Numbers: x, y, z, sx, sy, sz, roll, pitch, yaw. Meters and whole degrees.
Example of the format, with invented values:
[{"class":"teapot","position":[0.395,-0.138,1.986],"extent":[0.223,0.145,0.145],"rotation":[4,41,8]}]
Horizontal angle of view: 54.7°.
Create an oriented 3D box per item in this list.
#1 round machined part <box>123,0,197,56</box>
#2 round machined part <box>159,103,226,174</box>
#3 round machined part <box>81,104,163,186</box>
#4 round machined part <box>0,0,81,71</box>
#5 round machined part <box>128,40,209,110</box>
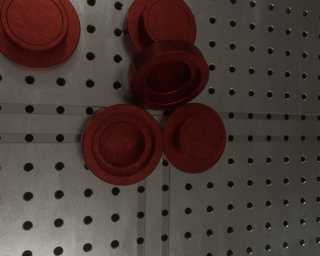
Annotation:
[{"class":"round machined part","position":[0.005,-0.133,0.406],"extent":[0.099,0.042,0.097],"rotation":[0,90,-21]},{"class":"round machined part","position":[0.049,0.014,0.423],"extent":[0.099,0.042,0.097],"rotation":[0,90,-21]},{"class":"round machined part","position":[-0.049,0.020,0.386],"extent":[0.099,0.042,0.097],"rotation":[0,90,-21]},{"class":"round machined part","position":[-0.141,-0.117,0.352],"extent":[0.099,0.042,0.097],"rotation":[0,90,-21]},{"class":"round machined part","position":[0.008,-0.071,0.389],"extent":[0.099,0.097,0.042],"rotation":[0,51,-21]}]
